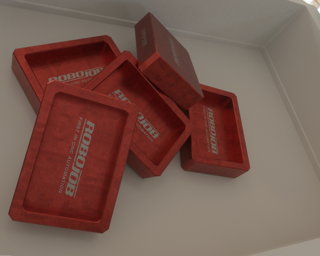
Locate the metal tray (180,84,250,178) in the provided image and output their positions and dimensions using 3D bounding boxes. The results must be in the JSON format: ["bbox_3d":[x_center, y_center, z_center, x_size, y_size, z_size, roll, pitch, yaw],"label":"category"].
[{"bbox_3d":[0.073,0.001,0.441,0.091,0.030,0.130,12,57,-22],"label":"metal tray"}]

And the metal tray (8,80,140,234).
[{"bbox_3d":[-0.081,0.029,0.303,0.091,0.030,0.129,16,84,-19],"label":"metal tray"}]

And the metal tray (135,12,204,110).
[{"bbox_3d":[0.010,-0.093,0.420,0.090,0.030,0.130,38,27,-32],"label":"metal tray"}]

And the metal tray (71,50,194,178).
[{"bbox_3d":[-0.028,-0.015,0.368,0.130,0.030,0.090,48,56,-14],"label":"metal tray"}]

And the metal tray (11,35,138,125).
[{"bbox_3d":[-0.101,-0.065,0.386,0.131,0.030,0.090,-23,74,-36],"label":"metal tray"}]
